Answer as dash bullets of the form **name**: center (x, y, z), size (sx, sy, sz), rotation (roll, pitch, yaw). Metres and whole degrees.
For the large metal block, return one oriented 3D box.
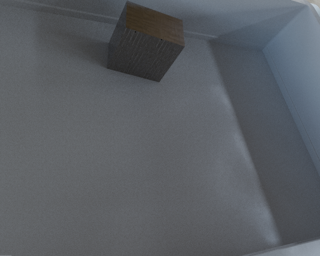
- **large metal block**: center (-0.022, -0.116, 0.429), size (0.081, 0.080, 0.050), rotation (12, 57, -22)
